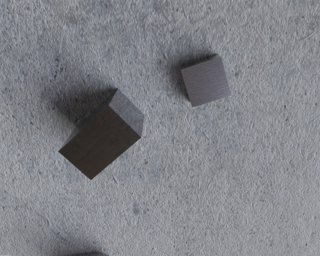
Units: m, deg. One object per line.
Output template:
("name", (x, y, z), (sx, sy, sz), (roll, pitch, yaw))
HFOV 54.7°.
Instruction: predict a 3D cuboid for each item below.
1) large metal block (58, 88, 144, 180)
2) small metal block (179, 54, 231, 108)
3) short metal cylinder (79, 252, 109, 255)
("large metal block", (-0.067, 0.005, 0.381), (0.080, 0.080, 0.050), (-40, 105, 13))
("small metal block", (0.056, -0.059, 0.388), (0.050, 0.025, 0.050), (-17, 109, 6))
("short metal cylinder", (-0.105, 0.236, 0.466), (0.080, 0.080, 0.050), (-5, 110, 2))
